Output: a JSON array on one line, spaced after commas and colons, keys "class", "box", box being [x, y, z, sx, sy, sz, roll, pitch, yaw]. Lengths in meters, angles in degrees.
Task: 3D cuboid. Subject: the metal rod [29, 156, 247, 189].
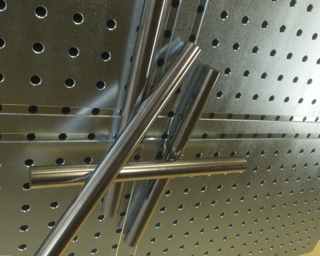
[{"class": "metal rod", "box": [-0.007, 0.054, 0.406, 0.302, 0.025, 0.025, 0, 118, -29]}]

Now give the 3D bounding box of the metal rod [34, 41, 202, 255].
[{"class": "metal rod", "box": [-0.044, 0.026, 0.351, 0.025, 0.025, 0.300, 42, 78, -39]}]

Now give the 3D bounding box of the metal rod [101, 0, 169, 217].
[{"class": "metal rod", "box": [-0.037, -0.012, 0.383, 0.025, 0.025, 0.298, 1, 118, -29]}]

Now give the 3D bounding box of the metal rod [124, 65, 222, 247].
[{"class": "metal rod", "box": [0.012, 0.053, 0.449, 0.025, 0.025, 0.298, 11, 113, -33]}]
